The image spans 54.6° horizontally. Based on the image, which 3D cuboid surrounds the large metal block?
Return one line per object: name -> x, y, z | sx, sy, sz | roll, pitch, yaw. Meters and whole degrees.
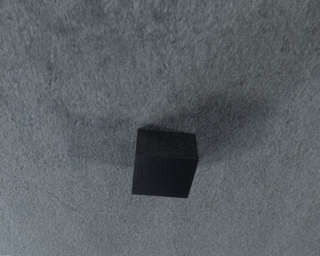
large metal block -> 0.005, 0.051, 0.434 | 0.080, 0.050, 0.080 | 5, 130, -5
